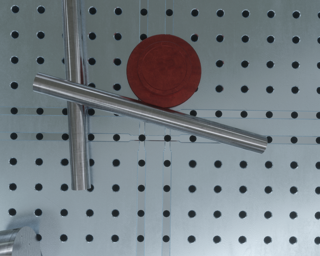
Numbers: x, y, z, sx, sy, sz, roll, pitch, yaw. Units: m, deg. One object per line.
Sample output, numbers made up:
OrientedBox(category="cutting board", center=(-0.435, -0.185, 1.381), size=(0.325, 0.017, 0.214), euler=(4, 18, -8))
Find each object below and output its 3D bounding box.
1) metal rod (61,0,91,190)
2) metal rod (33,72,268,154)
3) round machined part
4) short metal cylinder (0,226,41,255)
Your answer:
OrientedBox(category="metal rod", center=(-0.113, -0.068, 0.411), size=(0.025, 0.025, 0.298), euler=(-3, 90, -1))
OrientedBox(category="metal rod", center=(-0.007, -0.017, 0.398), size=(0.302, 0.025, 0.025), euler=(15, 90, -7))
OrientedBox(category="round machined part", center=(0.005, -0.075, 0.405), size=(0.099, 0.042, 0.097), euler=(0, 90, -1))
OrientedBox(category="short metal cylinder", center=(-0.189, 0.167, 0.384), size=(0.050, 0.080, 0.080), euler=(-10, 90, 0))
